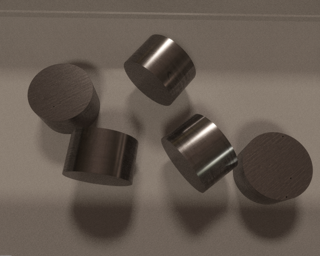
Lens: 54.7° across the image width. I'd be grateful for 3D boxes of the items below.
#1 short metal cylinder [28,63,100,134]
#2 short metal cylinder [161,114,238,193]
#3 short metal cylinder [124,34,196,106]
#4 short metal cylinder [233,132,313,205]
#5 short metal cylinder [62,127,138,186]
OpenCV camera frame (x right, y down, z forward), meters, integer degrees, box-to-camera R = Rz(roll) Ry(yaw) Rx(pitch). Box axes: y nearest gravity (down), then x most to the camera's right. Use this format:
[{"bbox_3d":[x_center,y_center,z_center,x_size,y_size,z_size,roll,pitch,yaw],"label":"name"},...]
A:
[{"bbox_3d":[-0.124,-0.037,0.409,0.081,0.050,0.080,0,70,0],"label":"short metal cylinder"},{"bbox_3d":[0.046,0.030,0.370,0.050,0.080,0.080,-36,74,-12],"label":"short metal cylinder"},{"bbox_3d":[0.000,-0.075,0.408,0.080,0.080,0.050,37,74,12],"label":"short metal cylinder"},{"bbox_3d":[0.135,0.051,0.380,0.081,0.050,0.080,0,70,0],"label":"short metal cylinder"},{"bbox_3d":[-0.069,0.036,0.366,0.080,0.080,0.050,6,70,2],"label":"short metal cylinder"}]
